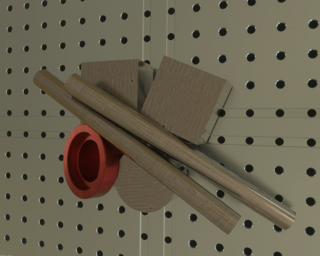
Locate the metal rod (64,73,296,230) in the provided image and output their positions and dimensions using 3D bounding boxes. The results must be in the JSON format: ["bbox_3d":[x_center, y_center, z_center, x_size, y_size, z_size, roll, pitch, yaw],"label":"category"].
[{"bbox_3d":[0.021,0.026,0.361,0.301,0.025,0.025,32,101,2],"label":"metal rod"}]

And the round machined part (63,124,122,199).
[{"bbox_3d":[-0.086,0.044,0.418,0.098,0.042,0.097,-4,84,43],"label":"round machined part"}]

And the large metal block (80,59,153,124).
[{"bbox_3d":[-0.056,-0.045,0.412,0.080,0.050,0.079,1,90,20],"label":"large metal block"}]

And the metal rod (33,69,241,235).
[{"bbox_3d":[-0.038,0.018,0.367,0.300,0.025,0.025,36,102,15],"label":"metal rod"}]

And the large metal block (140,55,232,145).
[{"bbox_3d":[0.032,-0.033,0.383,0.080,0.050,0.080,26,98,18],"label":"large metal block"}]

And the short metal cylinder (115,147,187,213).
[{"bbox_3d":[-0.010,0.062,0.398,0.080,0.050,0.079,0,90,20],"label":"short metal cylinder"}]
